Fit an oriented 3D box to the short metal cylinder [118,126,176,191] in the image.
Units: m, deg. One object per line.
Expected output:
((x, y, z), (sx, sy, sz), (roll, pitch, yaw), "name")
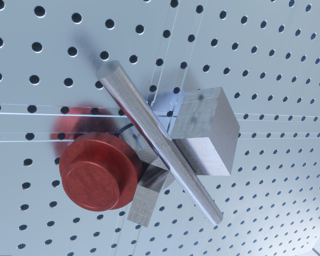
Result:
((-0.018, 0.041, 0.406), (0.081, 0.050, 0.079), (-14, 124, -21), "short metal cylinder")

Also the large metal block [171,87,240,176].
((0.062, 0.006, 0.400), (0.080, 0.050, 0.080), (55, 43, -39), "large metal block")

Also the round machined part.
((-0.072, 0.057, 0.358), (0.098, 0.042, 0.097), (6, 117, 12), "round machined part")

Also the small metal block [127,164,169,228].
((-0.013, 0.078, 0.364), (0.025, 0.050, 0.050), (20, 114, 7), "small metal block")

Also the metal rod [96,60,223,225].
((0.018, 0.041, 0.377), (0.025, 0.025, 0.300), (-37, 129, -3), "metal rod")
